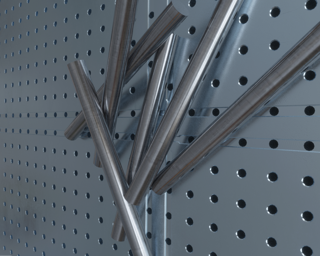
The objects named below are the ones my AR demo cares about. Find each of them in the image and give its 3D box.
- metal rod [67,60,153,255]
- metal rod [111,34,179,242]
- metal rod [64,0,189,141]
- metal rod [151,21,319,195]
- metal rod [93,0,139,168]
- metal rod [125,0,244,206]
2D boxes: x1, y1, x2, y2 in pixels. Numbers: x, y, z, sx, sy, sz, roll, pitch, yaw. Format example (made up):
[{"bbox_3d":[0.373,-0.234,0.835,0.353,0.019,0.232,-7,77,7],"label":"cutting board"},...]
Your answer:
[{"bbox_3d":[-0.064,0.055,0.419,0.025,0.025,0.299,-17,93,39],"label":"metal rod"},{"bbox_3d":[-0.024,0.020,0.430,0.025,0.025,0.298,24,105,37],"label":"metal rod"},{"bbox_3d":[-0.066,-0.063,0.444,0.299,0.025,0.025,-40,66,39],"label":"metal rod"},{"bbox_3d":[0.086,-0.016,0.339,0.299,0.025,0.025,-47,62,30],"label":"metal rod"},{"bbox_3d":[-0.059,-0.064,0.405,0.025,0.025,0.298,41,132,32],"label":"metal rod"},{"bbox_3d":[0.029,-0.037,0.369,0.025,0.025,0.298,35,106,34],"label":"metal rod"}]
